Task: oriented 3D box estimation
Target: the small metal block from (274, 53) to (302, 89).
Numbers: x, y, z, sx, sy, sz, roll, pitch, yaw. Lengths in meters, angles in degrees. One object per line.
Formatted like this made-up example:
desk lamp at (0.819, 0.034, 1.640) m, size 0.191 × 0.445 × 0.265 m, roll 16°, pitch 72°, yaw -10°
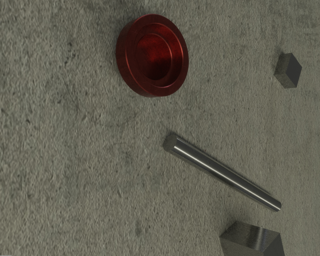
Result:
small metal block at (0.259, -0.115, 0.626) m, size 0.050 × 0.025 × 0.050 m, roll 35°, pitch 68°, yaw -35°

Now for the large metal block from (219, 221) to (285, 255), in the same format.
large metal block at (0.151, 0.207, 0.499) m, size 0.050 × 0.080 × 0.080 m, roll -27°, pitch 107°, yaw -37°

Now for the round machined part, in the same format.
round machined part at (-0.013, -0.086, 0.384) m, size 0.099 × 0.042 × 0.097 m, roll 0°, pitch 90°, yaw -40°

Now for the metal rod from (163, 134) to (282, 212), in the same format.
metal rod at (0.117, 0.084, 0.505) m, size 0.301 × 0.025 × 0.025 m, roll 32°, pitch 70°, yaw -36°
